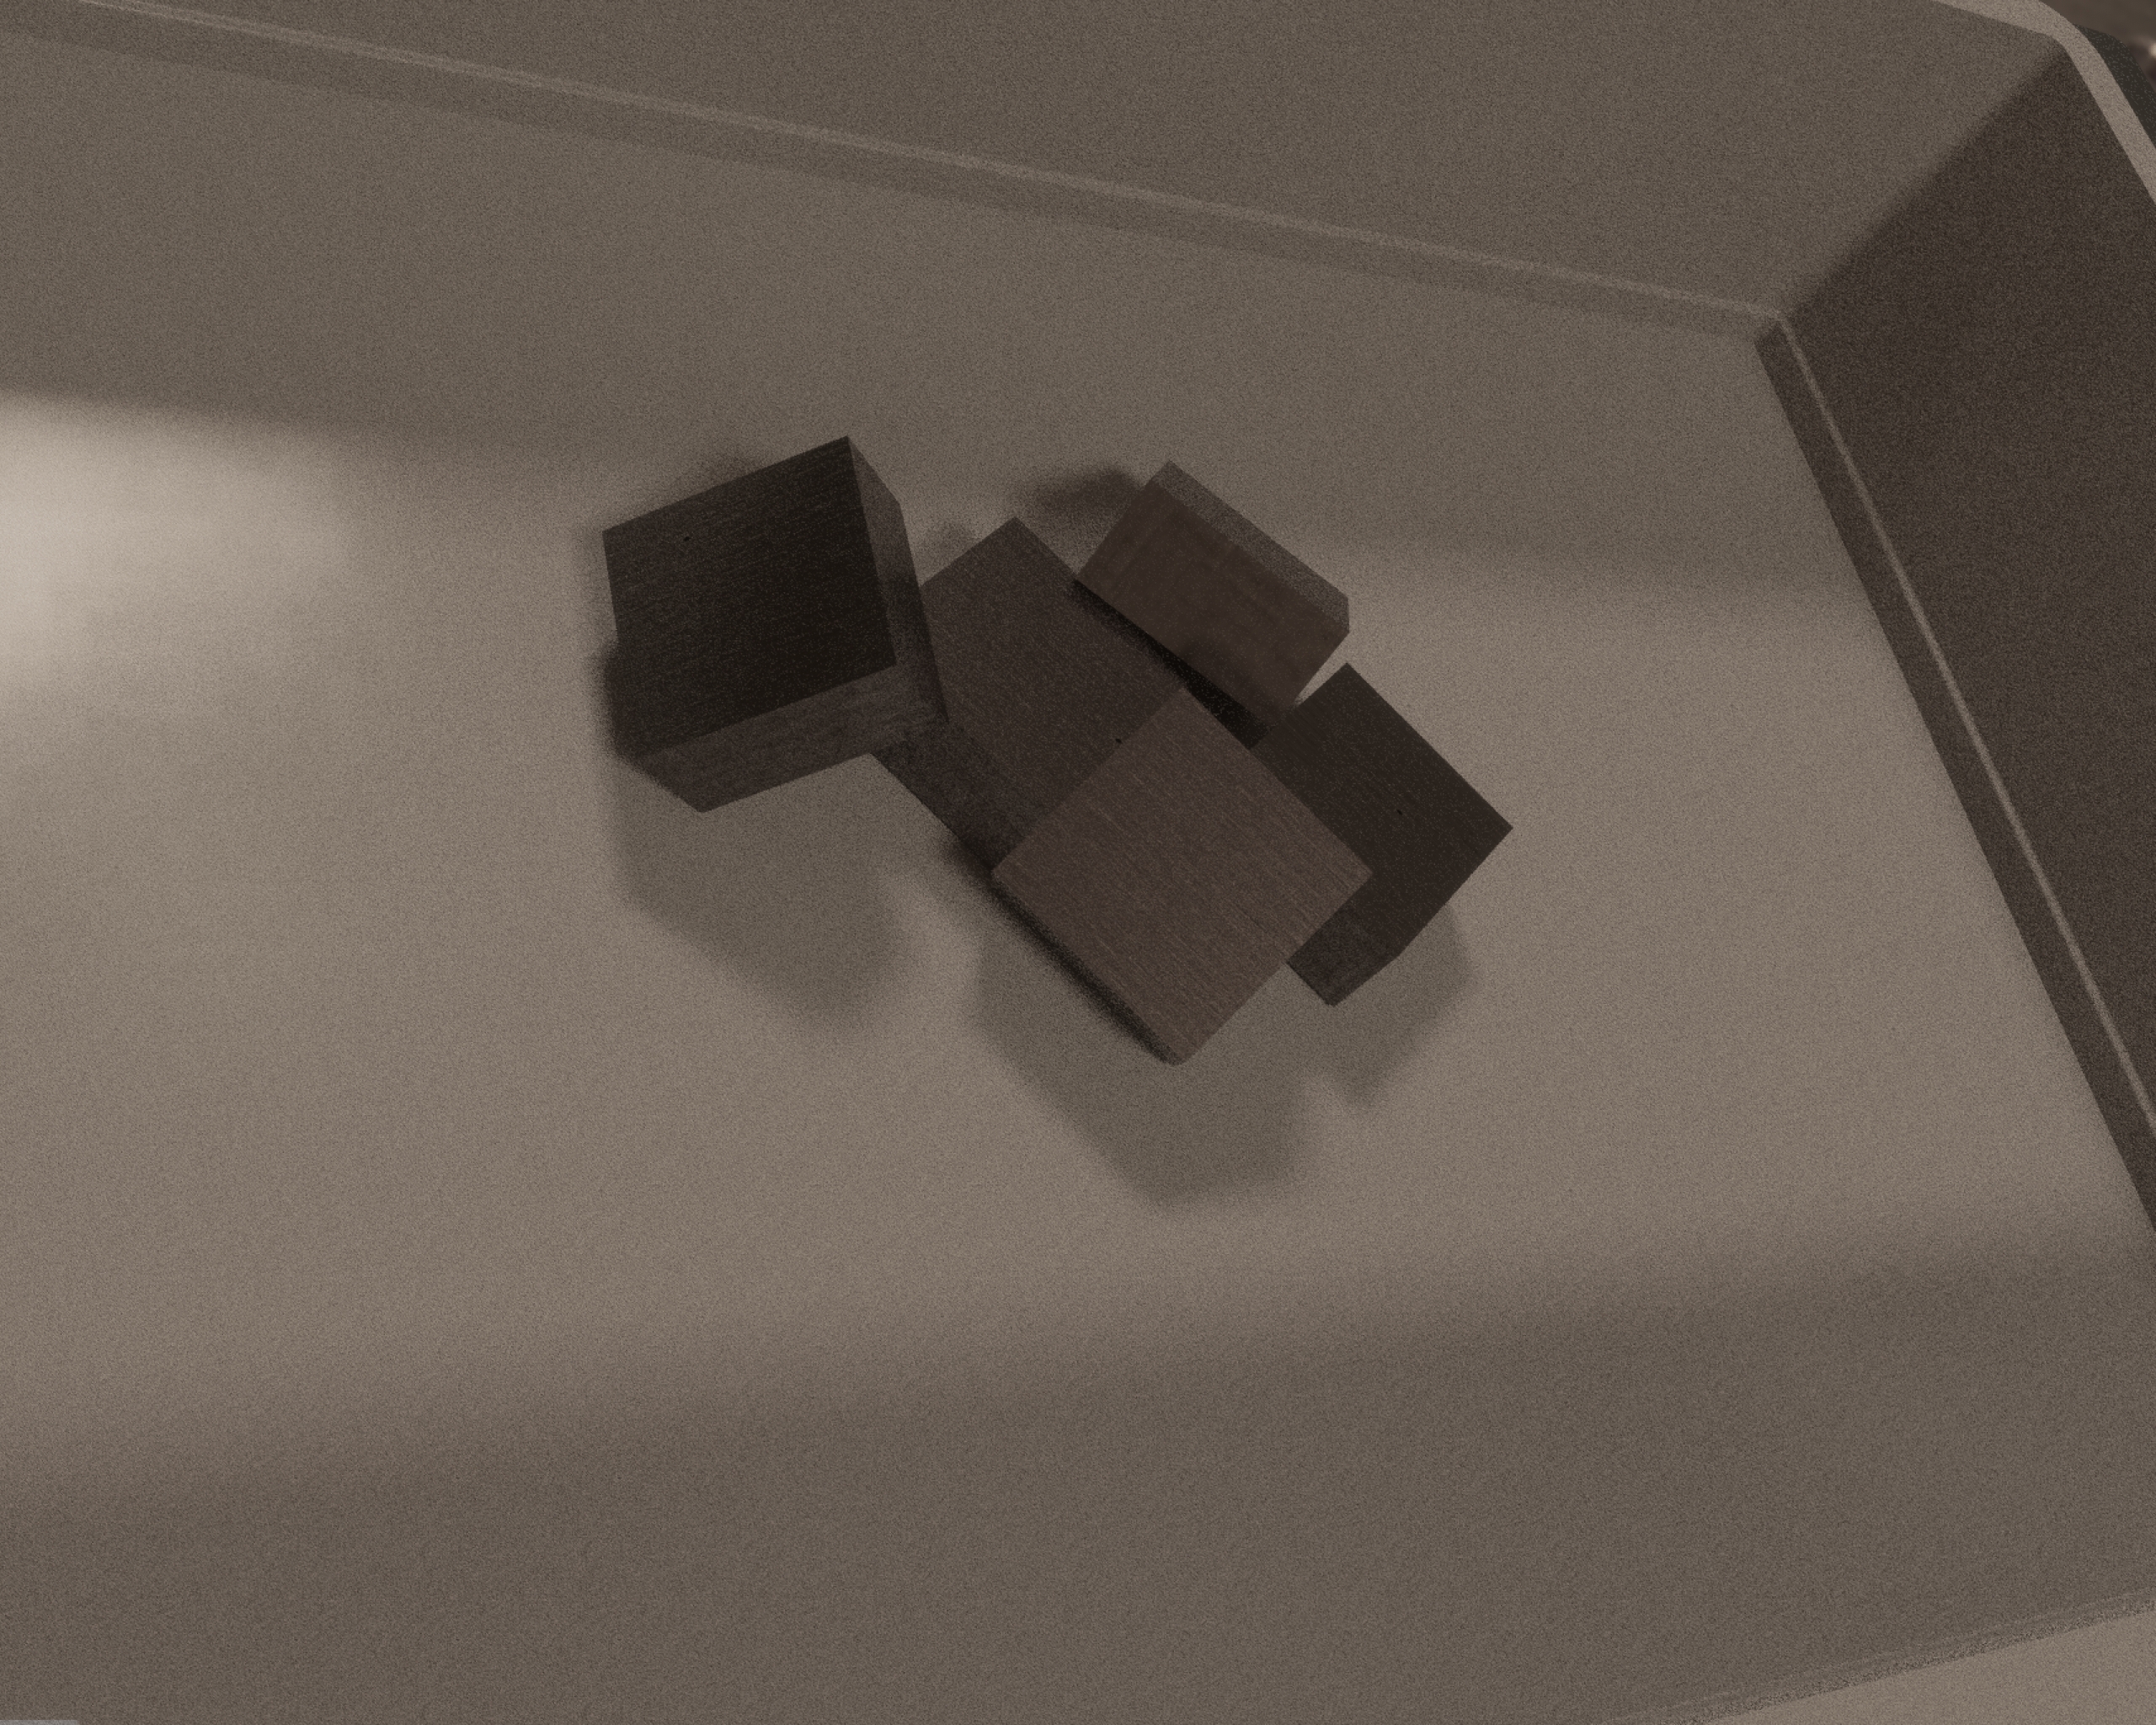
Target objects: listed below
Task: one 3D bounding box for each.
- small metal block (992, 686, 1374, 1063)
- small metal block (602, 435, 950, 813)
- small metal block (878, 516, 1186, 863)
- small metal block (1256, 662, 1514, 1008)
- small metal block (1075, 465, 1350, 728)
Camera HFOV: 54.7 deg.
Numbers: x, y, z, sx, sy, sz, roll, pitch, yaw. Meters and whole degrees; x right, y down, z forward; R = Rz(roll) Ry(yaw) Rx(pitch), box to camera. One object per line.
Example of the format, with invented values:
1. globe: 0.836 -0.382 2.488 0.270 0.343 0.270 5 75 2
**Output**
1. small metal block: 0.019 0.003 0.398 0.050 0.025 0.050 45 82 3
2. small metal block: -0.056 -0.043 0.384 0.050 0.025 0.050 -19 64 11
3. small metal block: -0.014 -0.034 0.418 0.050 0.025 0.050 44 51 2
4. small metal block: 0.055 -0.006 0.439 0.050 0.025 0.050 46 51 3
5. small metal block: 0.030 -0.058 0.442 0.050 0.025 0.050 37 16 -4
